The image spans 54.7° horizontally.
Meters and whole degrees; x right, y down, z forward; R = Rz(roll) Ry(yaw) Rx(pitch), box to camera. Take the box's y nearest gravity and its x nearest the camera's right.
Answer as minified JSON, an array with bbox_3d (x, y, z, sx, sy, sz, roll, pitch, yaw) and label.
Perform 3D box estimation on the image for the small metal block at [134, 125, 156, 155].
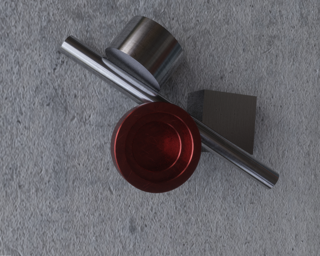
[{"bbox_3d":[-0.026,0.008,0.389,0.025,0.050,0.050,-2,91,-20],"label":"small metal block"}]

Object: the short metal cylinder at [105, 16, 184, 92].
[{"bbox_3d":[-0.018,-0.087,0.375,0.080,0.080,0.050,39,78,-16],"label":"short metal cylinder"}]

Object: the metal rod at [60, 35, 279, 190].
[{"bbox_3d":[0.014,-0.017,0.377,0.301,0.025,0.025,33,79,-3],"label":"metal rod"}]

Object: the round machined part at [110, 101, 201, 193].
[{"bbox_3d":[-0.007,0.020,0.347,0.099,0.042,0.097,-1,92,-20],"label":"round machined part"}]

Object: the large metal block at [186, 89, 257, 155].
[{"bbox_3d":[0.083,-0.007,0.429,0.081,0.050,0.080,5,89,-20],"label":"large metal block"}]
